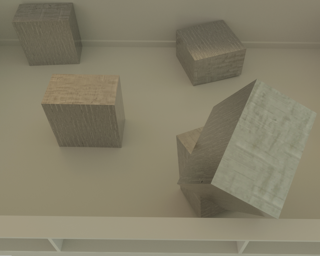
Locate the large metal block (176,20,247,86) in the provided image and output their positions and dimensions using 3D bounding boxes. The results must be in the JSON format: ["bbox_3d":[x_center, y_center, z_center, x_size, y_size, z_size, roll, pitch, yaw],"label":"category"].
[{"bbox_3d":[0.077,-0.119,0.487,0.081,0.050,0.080,-15,52,-9],"label":"large metal block"}]

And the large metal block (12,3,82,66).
[{"bbox_3d":[-0.174,-0.148,0.492,0.081,0.080,0.050,-3,50,-3],"label":"large metal block"}]

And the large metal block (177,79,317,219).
[{"bbox_3d":[0.063,0.019,0.244,0.050,0.080,0.080,29,75,-6],"label":"large metal block"}]

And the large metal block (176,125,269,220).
[{"bbox_3d":[0.067,0.040,0.330,0.081,0.080,0.050,-18,39,-15],"label":"large metal block"}]

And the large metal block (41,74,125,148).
[{"bbox_3d":[-0.089,-0.020,0.385,0.080,0.080,0.050,1,50,1],"label":"large metal block"}]
